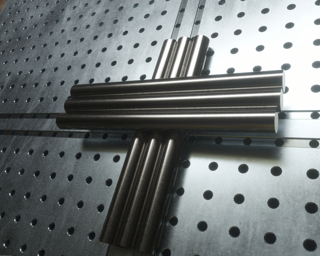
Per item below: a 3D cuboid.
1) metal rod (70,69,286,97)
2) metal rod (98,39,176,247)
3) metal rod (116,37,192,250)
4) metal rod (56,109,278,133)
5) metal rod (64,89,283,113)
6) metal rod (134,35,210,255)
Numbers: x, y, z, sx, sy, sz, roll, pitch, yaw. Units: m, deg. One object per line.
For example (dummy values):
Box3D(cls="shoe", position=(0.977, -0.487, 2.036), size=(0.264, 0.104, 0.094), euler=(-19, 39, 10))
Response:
Box3D(cls="metal rod", position=(0.003, -0.053, 0.408), size=(0.300, 0.025, 0.025), euler=(1, 62, 28))
Box3D(cls="metal rod", position=(-0.021, 0.002, 0.419), size=(0.025, 0.025, 0.300), euler=(2, 62, 29))
Box3D(cls="metal rod", position=(0.001, 0.002, 0.407), size=(0.025, 0.025, 0.300), euler=(2, 62, 29))
Box3D(cls="metal rod", position=(-0.013, -0.009, 0.389), size=(0.300, 0.025, 0.025), euler=(1, 62, 28))
Box3D(cls="metal rod", position=(-0.004, -0.031, 0.398), size=(0.300, 0.025, 0.025), euler=(1, 62, 28))
Box3D(cls="metal rod", position=(0.023, 0.003, 0.395), size=(0.025, 0.025, 0.300), euler=(2, 62, 29))
